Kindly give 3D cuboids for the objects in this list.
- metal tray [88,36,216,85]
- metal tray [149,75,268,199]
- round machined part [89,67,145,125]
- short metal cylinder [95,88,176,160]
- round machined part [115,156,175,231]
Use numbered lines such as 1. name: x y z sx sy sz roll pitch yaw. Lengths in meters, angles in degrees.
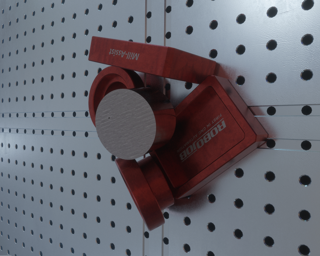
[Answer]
1. metal tray: -0.011 -0.081 0.374 0.130 0.091 0.030 20 103 38
2. metal tray: 0.046 0.013 0.365 0.129 0.030 0.090 -44 64 31
3. round machined part: -0.054 -0.037 0.441 0.098 0.042 0.097 0 90 39
4. short metal cylinder: -0.028 -0.007 0.366 0.080 0.050 0.079 5 101 27
5. round machined part: -0.016 0.074 0.387 0.098 0.042 0.098 59 168 23
